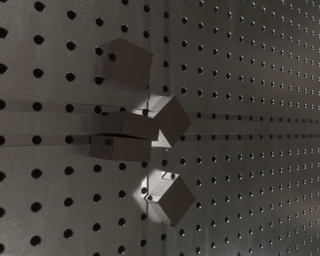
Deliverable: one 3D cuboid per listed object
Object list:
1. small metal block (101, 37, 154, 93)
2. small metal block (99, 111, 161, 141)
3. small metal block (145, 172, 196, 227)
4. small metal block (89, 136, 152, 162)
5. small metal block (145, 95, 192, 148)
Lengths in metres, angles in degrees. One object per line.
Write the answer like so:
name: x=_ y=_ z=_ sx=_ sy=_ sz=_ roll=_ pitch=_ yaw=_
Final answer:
small metal block: x=-0.039 y=-0.075 z=0.378 sx=0.050 sy=0.025 sz=0.050 roll=17 pitch=79 yaw=-39
small metal block: x=-0.036 y=-0.002 z=0.365 sx=0.050 sy=0.050 sz=0.025 roll=14 pitch=81 yaw=-40
small metal block: x=0.015 y=0.098 z=0.425 sx=0.050 sy=0.025 sz=0.050 roll=-46 pitch=118 yaw=-30
small metal block: x=-0.046 y=0.024 z=0.356 sx=0.050 sy=0.050 sz=0.025 roll=7 pitch=86 yaw=-40
small metal block: x=0.010 y=-0.009 z=0.419 sx=0.050 sy=0.025 sz=0.050 roll=-48 pitch=119 yaw=-29
